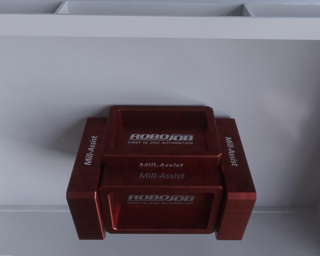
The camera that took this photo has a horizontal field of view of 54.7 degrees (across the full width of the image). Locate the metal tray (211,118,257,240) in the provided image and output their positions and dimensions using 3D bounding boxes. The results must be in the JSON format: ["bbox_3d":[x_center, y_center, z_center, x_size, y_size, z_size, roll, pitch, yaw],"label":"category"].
[{"bbox_3d":[0.083,0.060,0.389,0.030,0.130,0.089,1,131,-1],"label":"metal tray"}]

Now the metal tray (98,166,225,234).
[{"bbox_3d":[0.001,0.085,0.357,0.131,0.030,0.089,0,130,-1],"label":"metal tray"}]

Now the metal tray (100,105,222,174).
[{"bbox_3d":[0.002,0.012,0.372,0.131,0.090,0.030,1,131,0],"label":"metal tray"}]

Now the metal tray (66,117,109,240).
[{"bbox_3d":[-0.080,0.059,0.387,0.030,0.130,0.089,0,131,0],"label":"metal tray"}]

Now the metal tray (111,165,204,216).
[{"bbox_3d":[0.001,0.079,0.430,0.131,0.090,0.030,0,130,-1],"label":"metal tray"}]
